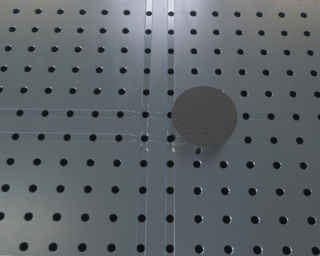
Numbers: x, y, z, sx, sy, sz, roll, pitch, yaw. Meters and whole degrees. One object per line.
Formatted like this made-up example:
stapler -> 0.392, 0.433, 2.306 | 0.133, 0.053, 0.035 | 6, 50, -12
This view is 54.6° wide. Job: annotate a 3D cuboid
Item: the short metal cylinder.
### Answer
short metal cylinder -> 0.054, -0.007, 0.401 | 0.080, 0.050, 0.080 | 0, 70, 0
